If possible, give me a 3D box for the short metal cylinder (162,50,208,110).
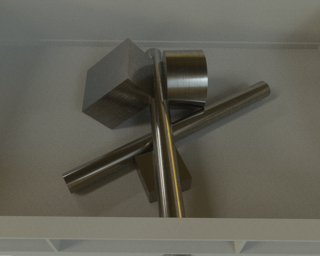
[{"bbox_3d":[0.031,-0.065,0.422,0.050,0.080,0.080,-2,50,-4],"label":"short metal cylinder"}]

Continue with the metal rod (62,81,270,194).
[{"bbox_3d":[0.023,0.003,0.400,0.302,0.025,0.025,-25,55,-20],"label":"metal rod"}]

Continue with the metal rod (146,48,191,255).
[{"bbox_3d":[0.002,0.003,0.367,0.025,0.025,0.300,-4,49,-3],"label":"metal rod"}]

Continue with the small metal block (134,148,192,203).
[{"bbox_3d":[0.003,0.052,0.360,0.050,0.025,0.050,-17,52,-14],"label":"small metal block"}]

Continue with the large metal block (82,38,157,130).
[{"bbox_3d":[-0.053,-0.057,0.409,0.080,0.050,0.080,-31,44,27],"label":"large metal block"}]
